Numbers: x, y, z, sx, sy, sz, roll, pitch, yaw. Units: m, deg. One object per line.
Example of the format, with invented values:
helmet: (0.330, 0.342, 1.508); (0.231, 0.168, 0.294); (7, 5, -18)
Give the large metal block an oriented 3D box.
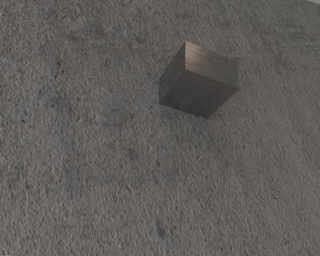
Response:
large metal block: (0.052, -0.064, 0.435); (0.080, 0.080, 0.050); (16, 55, -19)
